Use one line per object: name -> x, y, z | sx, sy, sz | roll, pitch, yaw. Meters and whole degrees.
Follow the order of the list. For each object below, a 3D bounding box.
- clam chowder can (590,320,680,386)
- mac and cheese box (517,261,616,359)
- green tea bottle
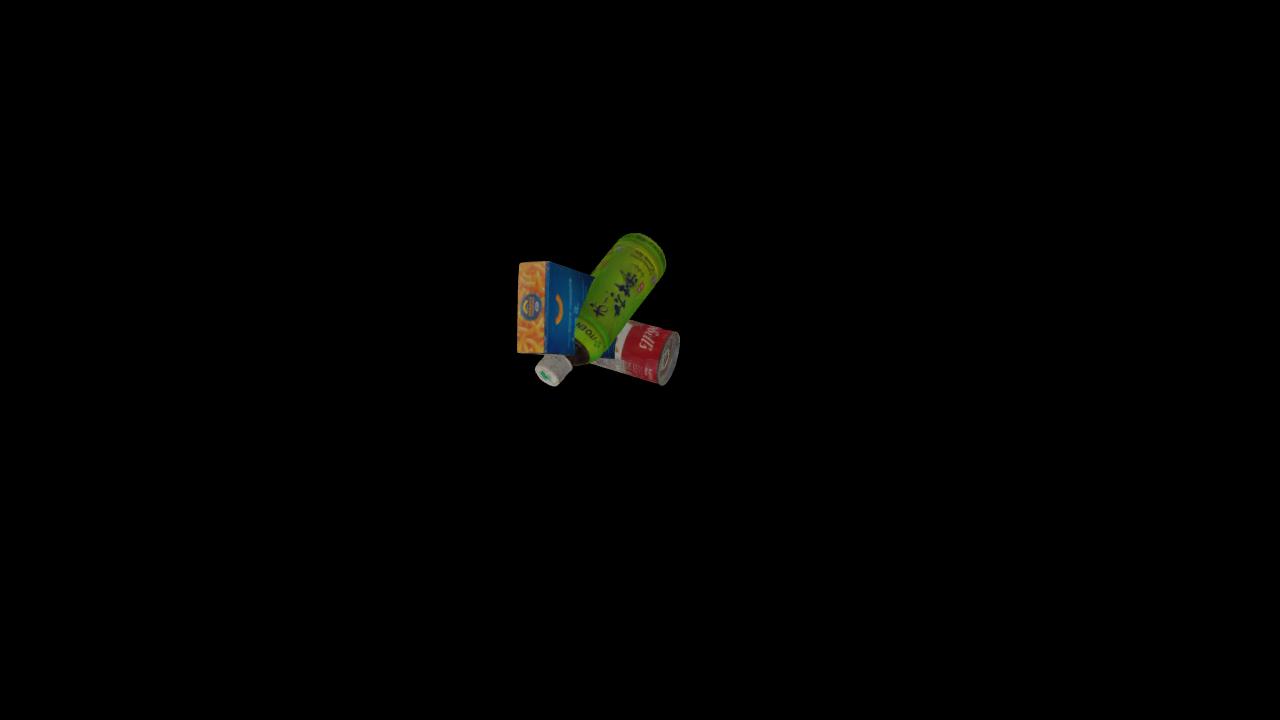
clam chowder can -> -0.010, -0.014, 0.753 | 0.102, 0.068, 0.068 | 16, 5, 18
mac and cheese box -> -0.068, -0.048, 0.681 | 0.041, 0.093, 0.184 | 2, -2, 24
green tea bottle -> -0.045, -0.055, 0.691 | 0.073, 0.212, 0.073 | 22, -33, 16
